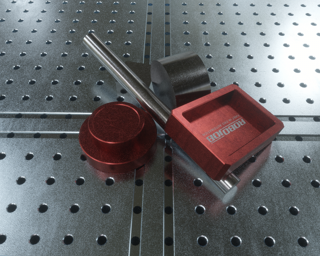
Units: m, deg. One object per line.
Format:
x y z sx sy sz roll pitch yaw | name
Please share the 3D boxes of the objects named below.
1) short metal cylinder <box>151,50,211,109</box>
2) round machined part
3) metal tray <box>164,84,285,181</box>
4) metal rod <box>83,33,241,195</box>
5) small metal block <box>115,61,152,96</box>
0.026 -0.060 0.422 0.050 0.080 0.080 -20 53 -16 | short metal cylinder
-0.053 0.004 0.391 0.099 0.042 0.098 0 50 0 | round machined part
0.081 -0.001 0.379 0.131 0.030 0.090 -25 61 -39 | metal tray
-0.011 -0.033 0.413 0.025 0.025 0.300 -33 65 -24 | metal rod
-0.034 -0.073 0.469 0.050 0.025 0.050 10 51 8 | small metal block
